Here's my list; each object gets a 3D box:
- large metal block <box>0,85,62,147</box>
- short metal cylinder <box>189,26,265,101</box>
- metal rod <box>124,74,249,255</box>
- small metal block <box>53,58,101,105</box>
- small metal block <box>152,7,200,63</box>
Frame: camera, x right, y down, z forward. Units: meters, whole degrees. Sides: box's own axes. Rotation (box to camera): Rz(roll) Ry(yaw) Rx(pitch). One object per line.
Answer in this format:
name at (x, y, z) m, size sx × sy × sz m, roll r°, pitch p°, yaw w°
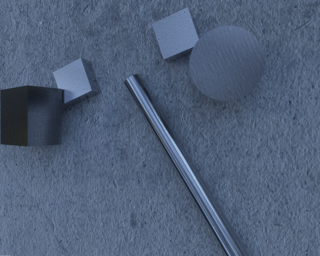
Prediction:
large metal block at (-0.186, -0.016, 0.446) m, size 0.080 × 0.050 × 0.079 m, roll 0°, pitch 90°, yaw 40°
short metal cylinder at (0.074, -0.074, 0.357) m, size 0.080 × 0.050 × 0.079 m, roll 1°, pitch 104°, yaw 5°
metal rod at (0.037, 0.061, 0.395) m, size 0.025 × 0.025 × 0.299 m, roll -34°, pitch 80°, yaw 16°
small metal block at (-0.120, -0.066, 0.450) m, size 0.050 × 0.025 × 0.050 m, roll -22°, pitch 83°, yaw 18°
small metal block at (0.024, -0.118, 0.400) m, size 0.050 × 0.025 × 0.050 m, roll -19°, pitch 84°, yaw 18°
